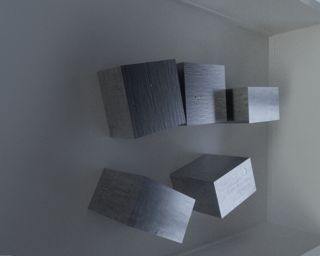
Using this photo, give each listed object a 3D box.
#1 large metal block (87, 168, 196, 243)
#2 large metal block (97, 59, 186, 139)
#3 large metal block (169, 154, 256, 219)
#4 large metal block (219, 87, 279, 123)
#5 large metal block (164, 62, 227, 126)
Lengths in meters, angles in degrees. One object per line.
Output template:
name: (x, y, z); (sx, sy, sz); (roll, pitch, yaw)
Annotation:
large metal block: (-0.021, 0.087, 0.355); (0.080, 0.080, 0.050); (32, 70, -36)
large metal block: (-0.021, -0.036, 0.375); (0.081, 0.050, 0.079); (-17, 101, -39)
large metal block: (0.075, 0.077, 0.436); (0.081, 0.080, 0.050); (-23, 105, -38)
large metal block: (0.126, -0.035, 0.479); (0.081, 0.080, 0.050); (-6, 94, -40)
large metal block: (0.046, -0.046, 0.431); (0.081, 0.050, 0.079); (-6, 94, -40)
